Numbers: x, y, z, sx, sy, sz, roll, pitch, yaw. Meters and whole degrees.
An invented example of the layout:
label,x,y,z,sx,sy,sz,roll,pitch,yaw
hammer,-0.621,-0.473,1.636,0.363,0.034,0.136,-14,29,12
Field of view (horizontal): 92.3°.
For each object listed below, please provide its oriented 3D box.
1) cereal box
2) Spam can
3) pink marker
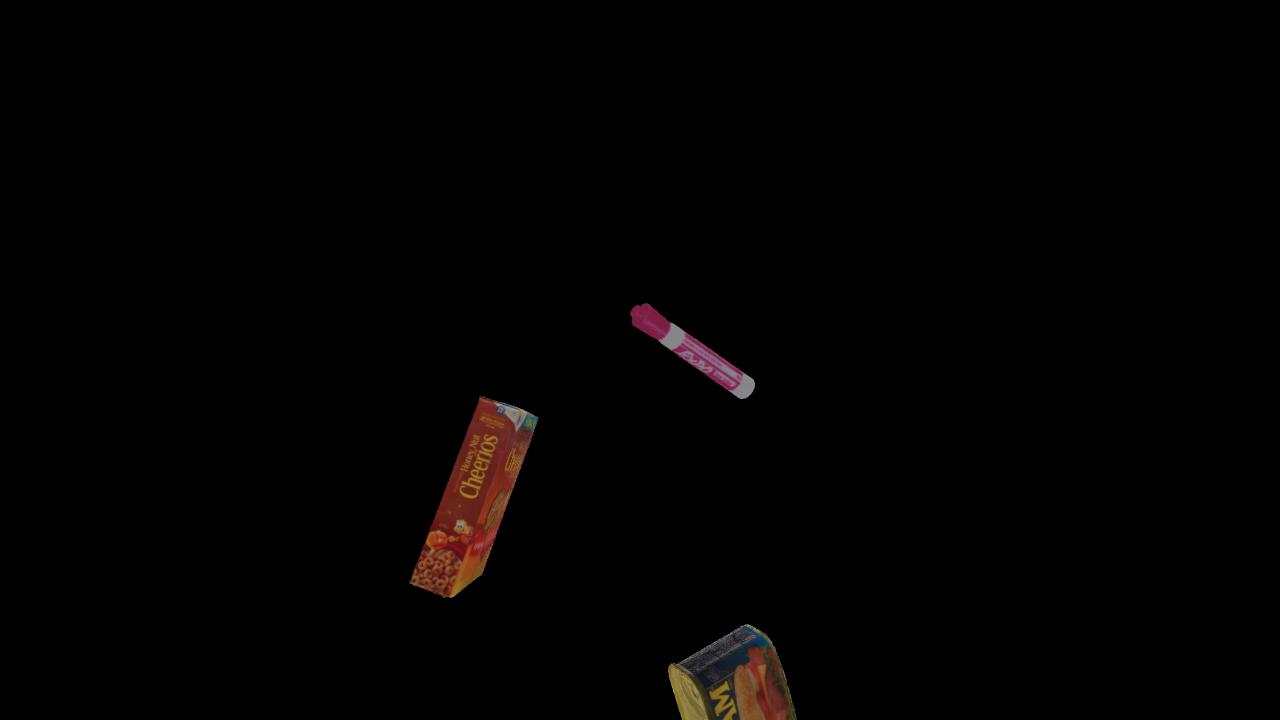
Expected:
label,x,y,z,sx,sy,sz,roll,pitch,yaw
cereal box,-0.267,0.221,1.039,0.081,0.306,0.203,19,-10,2
Spam can,0.083,0.299,0.541,0.085,0.101,0.058,-17,3,-27
pink marker,0.040,-0.006,0.456,0.121,0.020,0.020,33,-18,-30
